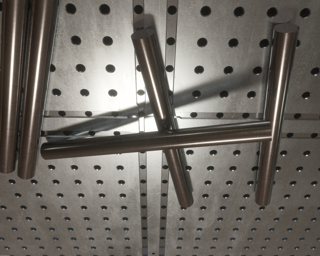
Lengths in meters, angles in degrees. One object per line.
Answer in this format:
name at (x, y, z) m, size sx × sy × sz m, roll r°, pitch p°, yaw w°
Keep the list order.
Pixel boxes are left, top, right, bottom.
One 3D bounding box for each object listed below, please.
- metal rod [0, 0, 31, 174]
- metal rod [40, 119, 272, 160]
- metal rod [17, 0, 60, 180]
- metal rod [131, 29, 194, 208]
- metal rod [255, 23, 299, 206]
metal rod at (-0.176, -0.049, 0.366) m, size 0.025 × 0.025 × 0.298 m, roll 15°, pitch 129°, yaw -13°
metal rod at (-0.017, 0.018, 0.397) m, size 0.301 × 0.025 × 0.025 m, roll -6°, pitch 131°, yaw 16°
metal rod at (-0.151, -0.040, 0.375) m, size 0.025 × 0.025 × 0.298 m, roll 15°, pitch 129°, yaw -13°
metal rod at (0.013, 0.012, 0.421) m, size 0.025 × 0.025 × 0.298 m, roll -10°, pitch 130°, yaw 7°
metal rod at (0.152, 0.008, 0.420) m, size 0.025 × 0.025 × 0.298 m, roll -6°, pitch 130°, yaw 4°
